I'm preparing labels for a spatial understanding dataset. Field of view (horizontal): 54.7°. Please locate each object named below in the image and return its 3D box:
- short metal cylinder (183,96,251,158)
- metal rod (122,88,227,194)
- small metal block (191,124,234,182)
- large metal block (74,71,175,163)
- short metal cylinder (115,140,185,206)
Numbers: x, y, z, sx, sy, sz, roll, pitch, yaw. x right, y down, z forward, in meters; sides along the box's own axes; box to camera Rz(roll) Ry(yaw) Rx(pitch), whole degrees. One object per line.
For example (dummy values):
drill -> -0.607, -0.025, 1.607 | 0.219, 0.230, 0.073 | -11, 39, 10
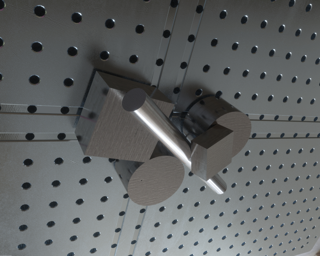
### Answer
short metal cylinder -> 0.080, 0.002, 0.435 | 0.081, 0.050, 0.079 | -14, 124, -21
metal rod -> 0.039, 0.037, 0.405 | 0.025, 0.025, 0.300 | -43, 144, 1
small metal block -> 0.065, 0.030, 0.387 | 0.050, 0.025, 0.050 | -29, 130, -33
large metal block -> -0.042, -0.011, 0.358 | 0.081, 0.050, 0.079 | 11, 113, -33
short metal cylinder -> -0.014, 0.057, 0.418 | 0.081, 0.050, 0.079 | -14, 124, -21
